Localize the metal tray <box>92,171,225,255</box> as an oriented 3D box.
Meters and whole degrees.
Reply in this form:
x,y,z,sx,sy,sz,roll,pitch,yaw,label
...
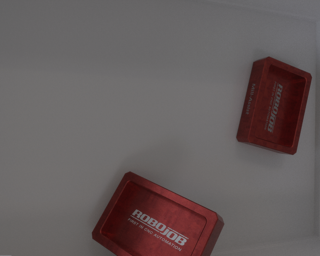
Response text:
x,y,z,sx,sy,sz,roll,pitch,yaw,label
-0.005,0.115,0.355,0.090,0.130,0.030,-61,147,-14,metal tray

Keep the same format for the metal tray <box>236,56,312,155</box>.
x,y,z,sx,sy,sz,roll,pitch,yaw,label
0.175,-0.032,0.471,0.091,0.030,0.129,16,85,-20,metal tray
